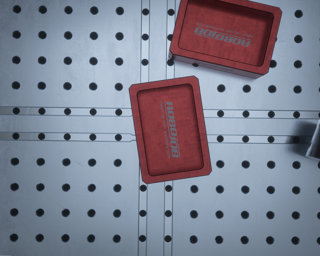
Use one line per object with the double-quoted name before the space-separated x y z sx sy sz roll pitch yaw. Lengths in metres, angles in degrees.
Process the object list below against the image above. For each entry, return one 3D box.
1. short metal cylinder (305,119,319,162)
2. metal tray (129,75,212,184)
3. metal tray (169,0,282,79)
"short metal cylinder" 0.232 0.026 0.388 0.080 0.080 0.050 21 90 0
"metal tray" 0.013 0.002 0.410 0.091 0.030 0.129 -8 90 0
"metal tray" 0.084 -0.125 0.411 0.131 0.030 0.089 13 90 0
